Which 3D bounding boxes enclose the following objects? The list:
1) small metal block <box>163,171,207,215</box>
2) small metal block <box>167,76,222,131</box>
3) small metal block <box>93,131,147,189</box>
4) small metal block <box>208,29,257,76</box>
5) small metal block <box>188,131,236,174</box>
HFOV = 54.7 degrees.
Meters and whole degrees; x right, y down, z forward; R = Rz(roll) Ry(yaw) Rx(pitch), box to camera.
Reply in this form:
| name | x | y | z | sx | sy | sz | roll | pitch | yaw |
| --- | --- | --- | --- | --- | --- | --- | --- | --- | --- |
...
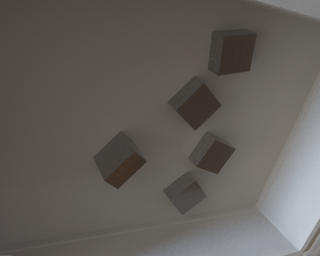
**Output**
| name | x | y | z | sx | sy | sz | roll | pitch | yaw |
| --- | --- | --- | --- | --- | --- | --- | --- | --- | --- |
| small metal block | 0.041 | 0.105 | 0.498 | 0.050 | 0.025 | 0.050 | -37 | 130 | -4 |
| small metal block | 0.047 | -0.032 | 0.416 | 0.050 | 0.025 | 0.050 | -45 | 130 | 2 |
| small metal block | -0.051 | 0.040 | 0.390 | 0.050 | 0.050 | 0.025 | -44 | 130 | 2 |
| small metal block | 0.093 | -0.098 | 0.400 | 0.050 | 0.025 | 0.050 | -12 | 124 | -22 |
| small metal block | 0.081 | 0.039 | 0.479 | 0.050 | 0.025 | 0.050 | 23 | 106 | -37 |
